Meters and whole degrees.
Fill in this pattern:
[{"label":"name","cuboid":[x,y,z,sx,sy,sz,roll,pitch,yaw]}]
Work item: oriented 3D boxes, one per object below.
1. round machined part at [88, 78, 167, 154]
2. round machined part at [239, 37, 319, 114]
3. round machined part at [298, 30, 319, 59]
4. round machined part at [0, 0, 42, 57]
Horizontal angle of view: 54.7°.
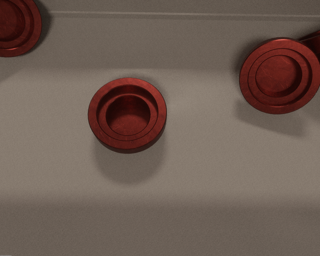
[{"label":"round machined part","cuboid":[-0.041,-0.013,0.405,0.099,0.042,0.098,0,70,-1]},{"label":"round machined part","cuboid":[0.156,-0.071,0.410,0.098,0.097,0.042,18,27,6]},{"label":"round machined part","cuboid":[0.232,-0.113,0.422,0.099,0.098,0.042,-24,101,-9]},{"label":"round machined part","cuboid":[-0.222,-0.151,0.434,0.098,0.098,0.042,-40,36,-13]}]
